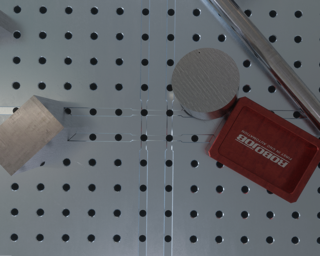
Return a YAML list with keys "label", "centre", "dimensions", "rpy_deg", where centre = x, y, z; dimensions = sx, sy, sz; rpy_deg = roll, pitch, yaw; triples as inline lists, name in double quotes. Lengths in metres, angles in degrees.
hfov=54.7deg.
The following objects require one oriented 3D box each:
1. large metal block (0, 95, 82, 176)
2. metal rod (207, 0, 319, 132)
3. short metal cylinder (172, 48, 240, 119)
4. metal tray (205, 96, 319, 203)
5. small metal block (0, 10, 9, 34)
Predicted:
- label: "large metal block"
  centre: [-0.153, 0.008, 0.385]
  dimensions: [0.080, 0.080, 0.050]
  rpy_deg: [-43, 90, 0]
- label: "metal rod"
  centre: [0.143, -0.098, 0.414]
  dimensions: [0.025, 0.025, 0.300]
  rpy_deg: [-41, 90, 0]
- label: "short metal cylinder"
  centre: [0.059, -0.054, 0.391]
  dimensions: [0.080, 0.050, 0.080]
  rpy_deg: [-2, 81, 12]
- label: "metal tray"
  centre: [0.139, 0.028, 0.411]
  dimensions: [0.130, 0.030, 0.090]
  rpy_deg: [30, 90, 0]
- label: "small metal block"
  centre: [-0.233, -0.139, 0.399]
  dimensions: [0.050, 0.050, 0.025]
  rpy_deg: [-11, 90, 0]
